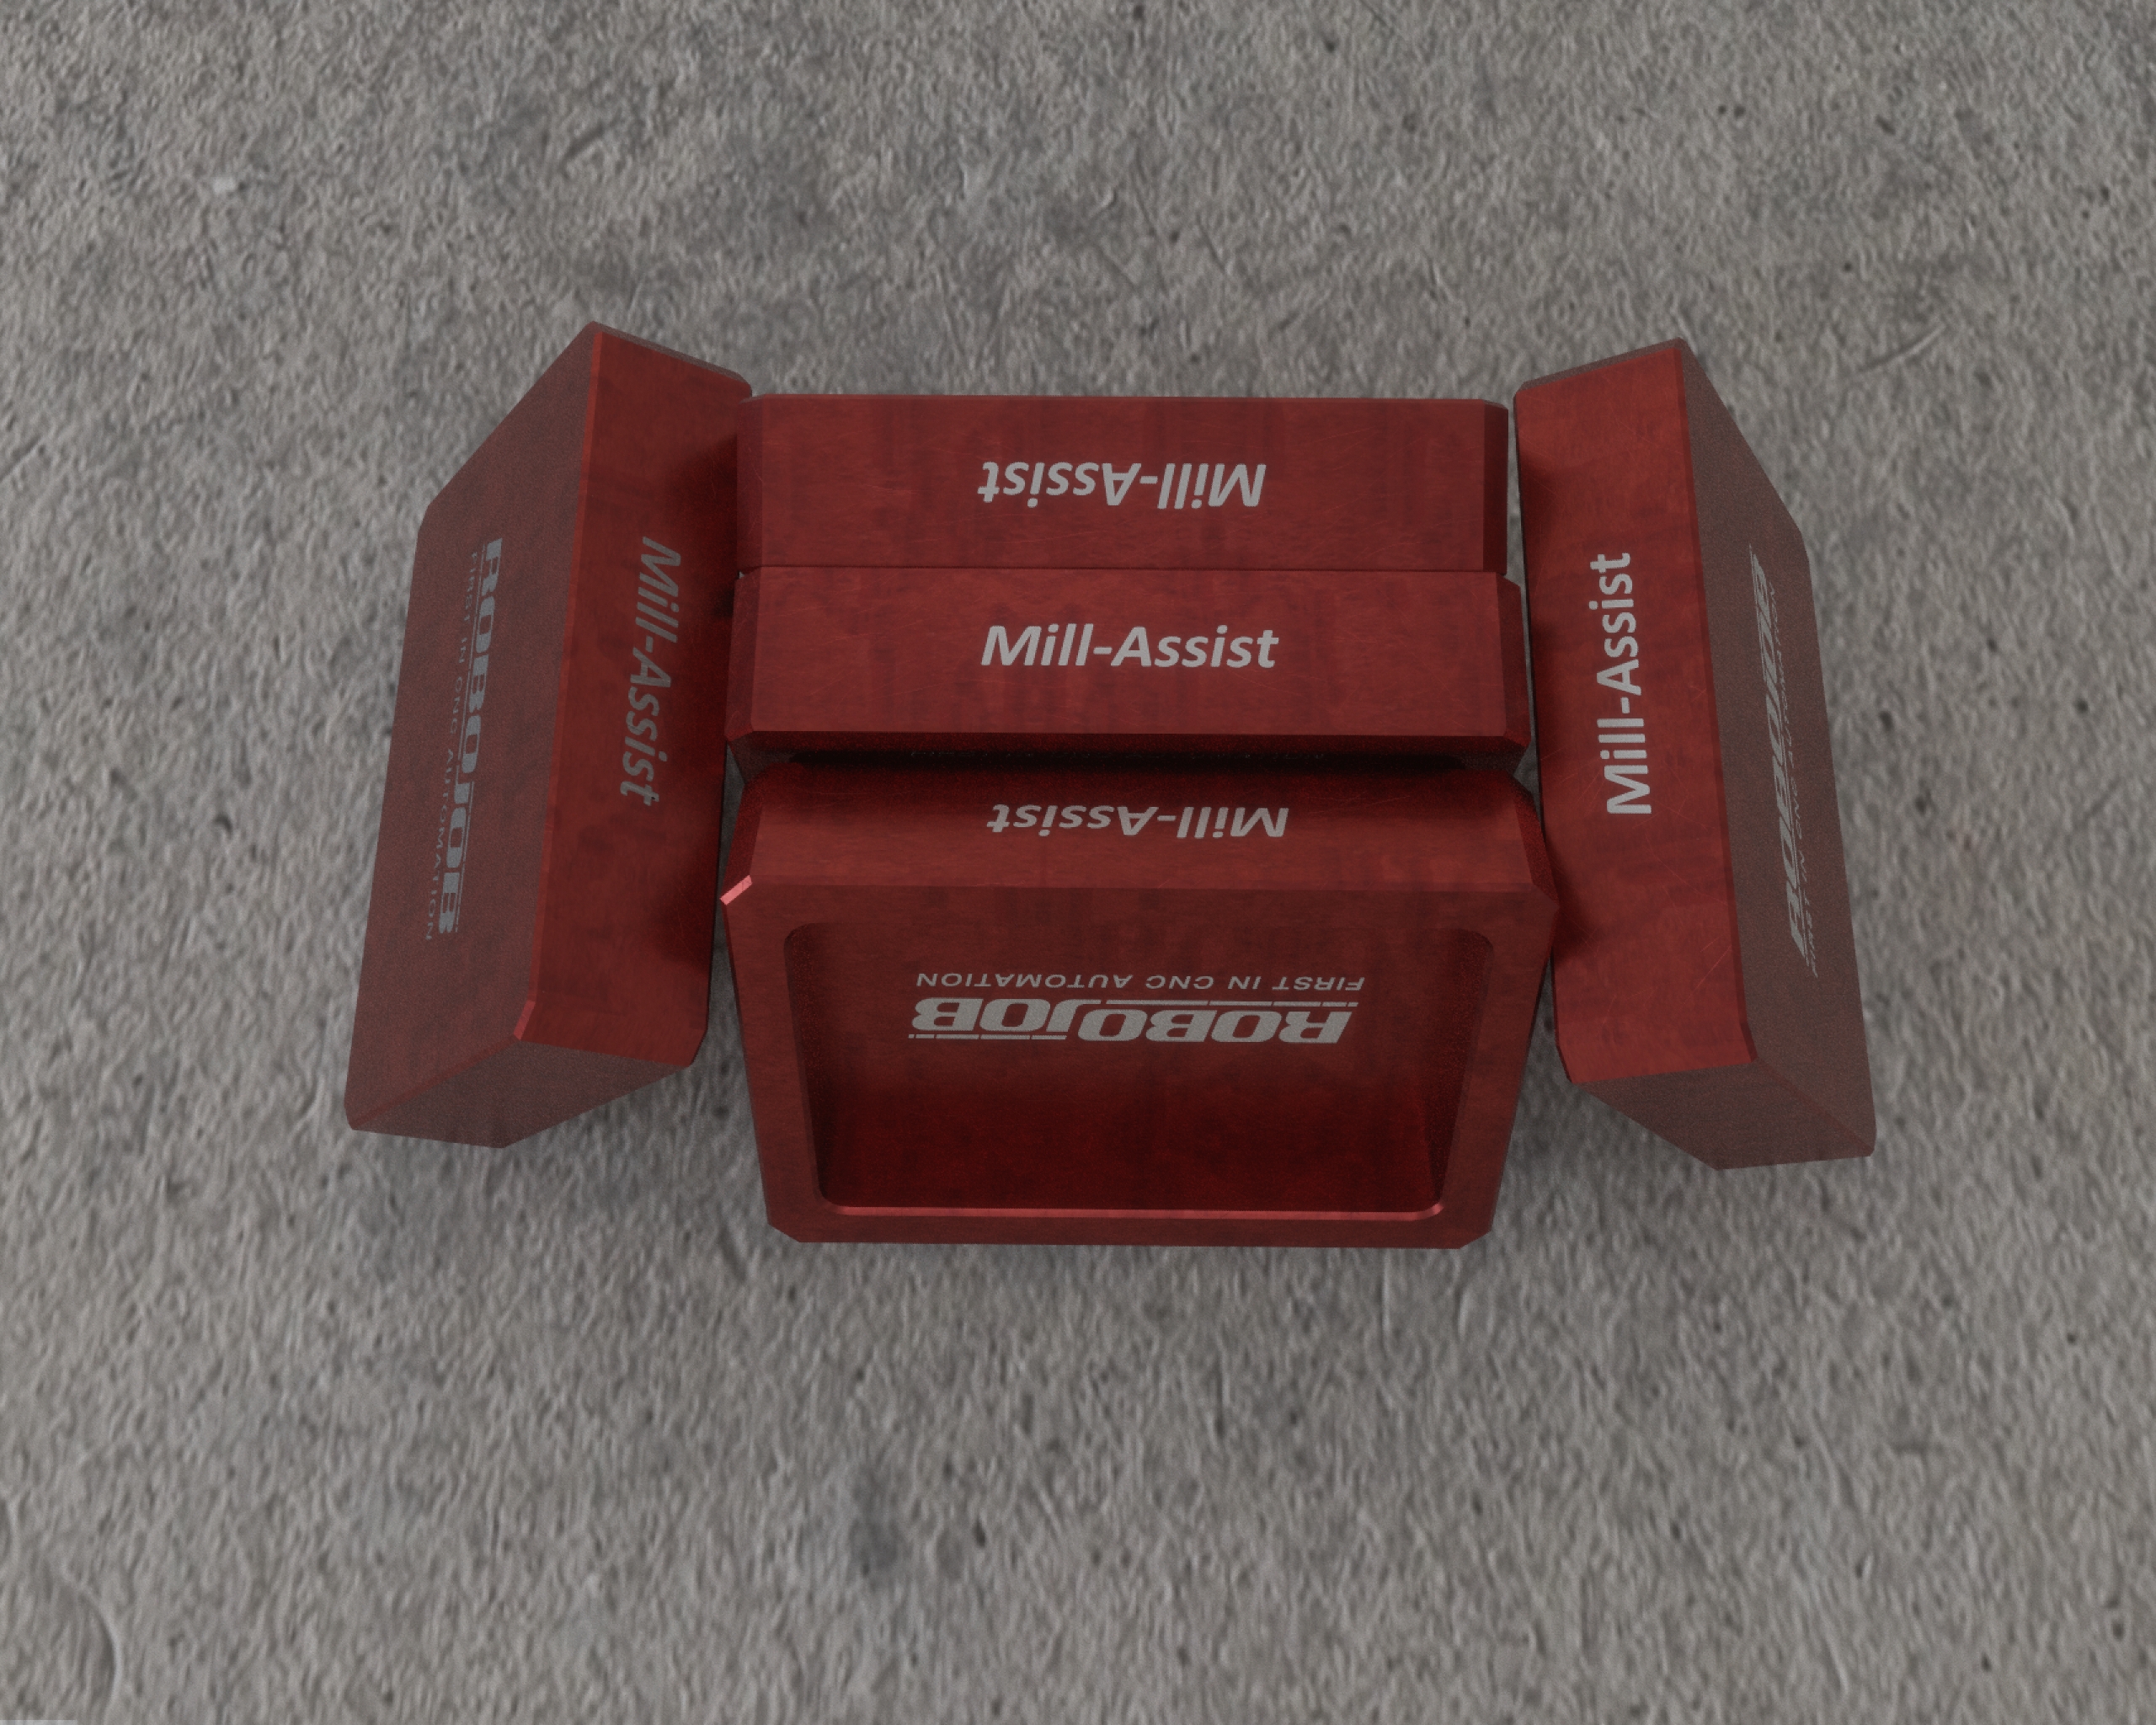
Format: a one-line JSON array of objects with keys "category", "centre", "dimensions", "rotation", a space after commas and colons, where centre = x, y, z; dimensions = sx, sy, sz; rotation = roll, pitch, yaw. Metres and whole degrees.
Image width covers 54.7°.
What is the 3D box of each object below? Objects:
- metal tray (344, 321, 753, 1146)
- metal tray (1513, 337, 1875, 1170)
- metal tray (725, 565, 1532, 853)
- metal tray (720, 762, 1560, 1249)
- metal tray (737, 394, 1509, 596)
[{"category": "metal tray", "centre": [-0.097, -0.020, 0.379], "dimensions": [0.030, 0.090, 0.130], "rotation": [14, 66, -33]}, {"category": "metal tray", "centre": [0.113, -0.016, 0.379], "dimensions": [0.030, 0.090, 0.130], "rotation": [-11, 67, 30]}, {"category": "metal tray", "centre": [0.008, -0.020, 0.380], "dimensions": [0.131, 0.090, 0.030], "rotation": [0, 70, 0]}, {"category": "metal tray", "centre": [0.010, 0.027, 0.361], "dimensions": [0.131, 0.089, 0.030], "rotation": [1, 41, 0]}, {"category": "metal tray", "centre": [0.008, -0.064, 0.394], "dimensions": [0.131, 0.090, 0.030], "rotation": [0, 91, 0]}]
